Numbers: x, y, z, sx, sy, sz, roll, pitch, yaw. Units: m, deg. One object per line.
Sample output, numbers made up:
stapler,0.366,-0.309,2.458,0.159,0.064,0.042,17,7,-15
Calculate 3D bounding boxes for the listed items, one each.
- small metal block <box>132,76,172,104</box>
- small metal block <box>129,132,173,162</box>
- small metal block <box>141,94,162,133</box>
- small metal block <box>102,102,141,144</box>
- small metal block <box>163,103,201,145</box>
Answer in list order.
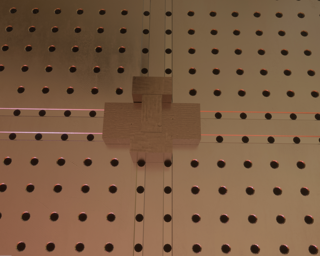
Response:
small metal block,-0.010,-0.046,0.415,0.050,0.050,0.025,1,70,0
small metal block,-0.010,0.025,0.389,0.050,0.050,0.025,1,70,0
small metal block,-0.010,-0.010,0.401,0.025,0.050,0.050,1,70,0
small metal block,-0.048,-0.006,0.413,0.050,0.025,0.050,1,70,0
small metal block,0.028,-0.005,0.414,0.050,0.025,0.050,1,70,0
